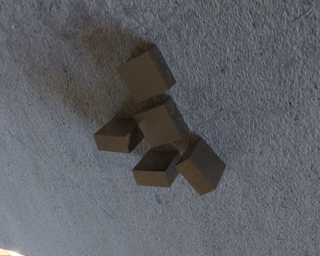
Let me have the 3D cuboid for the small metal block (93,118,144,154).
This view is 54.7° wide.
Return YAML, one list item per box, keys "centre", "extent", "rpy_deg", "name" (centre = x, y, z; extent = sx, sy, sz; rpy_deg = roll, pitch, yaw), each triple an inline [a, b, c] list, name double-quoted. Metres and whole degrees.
- centre: [-0.053, 0.009, 0.424]
  extent: [0.050, 0.050, 0.025]
  rpy_deg: [3, 120, 26]
  name: "small metal block"

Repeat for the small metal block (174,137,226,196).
- centre: [0.053, 0.048, 0.393]
  extent: [0.050, 0.050, 0.025]
  rpy_deg: [49, 129, -6]
  name: "small metal block"

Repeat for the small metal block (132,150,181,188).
- centre: [-0.002, 0.055, 0.426]
  extent: [0.050, 0.050, 0.025]
  rpy_deg: [-2, 117, 29]
  name: "small metal block"

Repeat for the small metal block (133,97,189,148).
- centre: [0.002, -0.007, 0.402]
  extent: [0.050, 0.025, 0.050]
  rpy_deg: [-18, 109, 35]
  name: "small metal block"

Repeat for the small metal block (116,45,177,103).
- centre: [-0.016, -0.064, 0.376]
  extent: [0.050, 0.025, 0.050]
  rpy_deg: [-19, 109, 35]
  name: "small metal block"
